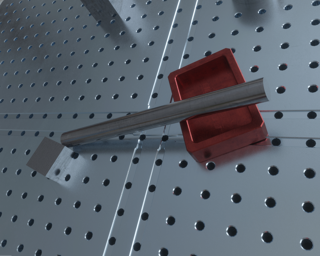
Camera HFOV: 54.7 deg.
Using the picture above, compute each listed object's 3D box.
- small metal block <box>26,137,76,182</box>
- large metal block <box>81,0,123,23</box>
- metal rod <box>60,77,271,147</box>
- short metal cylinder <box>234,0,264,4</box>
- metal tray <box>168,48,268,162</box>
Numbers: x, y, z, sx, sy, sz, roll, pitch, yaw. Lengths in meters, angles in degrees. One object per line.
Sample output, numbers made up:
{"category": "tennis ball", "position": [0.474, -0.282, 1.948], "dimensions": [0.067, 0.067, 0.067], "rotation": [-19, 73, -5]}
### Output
{"category": "small metal block", "position": [-0.163, 0.046, 0.463], "dimensions": [0.050, 0.025, 0.050], "rotation": [18, 71, 34]}
{"category": "large metal block", "position": [-0.113, -0.265, 0.592], "dimensions": [0.050, 0.080, 0.080], "rotation": [-8, 58, 24]}
{"category": "metal rod", "position": [-0.016, -0.010, 0.390], "dimensions": [0.300, 0.025, 0.025], "rotation": [-13, 56, 32]}
{"category": "short metal cylinder", "position": [0.139, -0.234, 0.462], "dimensions": [0.080, 0.050, 0.080], "rotation": [-13, 56, 20]}
{"category": "metal tray", "position": [0.067, -0.032, 0.388], "dimensions": [0.090, 0.030, 0.130], "rotation": [-22, 54, 14]}
